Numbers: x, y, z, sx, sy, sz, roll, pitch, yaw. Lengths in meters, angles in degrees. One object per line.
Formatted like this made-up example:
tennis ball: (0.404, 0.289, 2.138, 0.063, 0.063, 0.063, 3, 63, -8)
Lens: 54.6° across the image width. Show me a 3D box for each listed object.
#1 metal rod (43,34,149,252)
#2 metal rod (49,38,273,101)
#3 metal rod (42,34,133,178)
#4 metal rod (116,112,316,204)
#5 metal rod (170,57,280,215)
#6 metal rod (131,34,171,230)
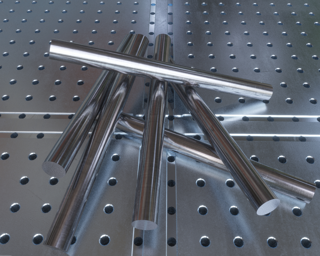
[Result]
metal rod: (-0.066, -0.005, 0.383, 0.025, 0.025, 0.300, 11, 60, 9)
metal rod: (0.016, -0.072, 0.406, 0.302, 0.025, 0.025, 8, 48, -19)
metal rod: (-0.079, -0.054, 0.424, 0.025, 0.025, 0.301, 9, 42, 7)
metal rod: (0.034, 0.023, 0.388, 0.301, 0.025, 0.025, 20, 53, 16)
metal rod: (0.053, -0.019, 0.400, 0.025, 0.025, 0.300, -15, 44, -12)
metal rod: (-0.005, -0.022, 0.392, 0.025, 0.025, 0.300, 3, 51, 2)
